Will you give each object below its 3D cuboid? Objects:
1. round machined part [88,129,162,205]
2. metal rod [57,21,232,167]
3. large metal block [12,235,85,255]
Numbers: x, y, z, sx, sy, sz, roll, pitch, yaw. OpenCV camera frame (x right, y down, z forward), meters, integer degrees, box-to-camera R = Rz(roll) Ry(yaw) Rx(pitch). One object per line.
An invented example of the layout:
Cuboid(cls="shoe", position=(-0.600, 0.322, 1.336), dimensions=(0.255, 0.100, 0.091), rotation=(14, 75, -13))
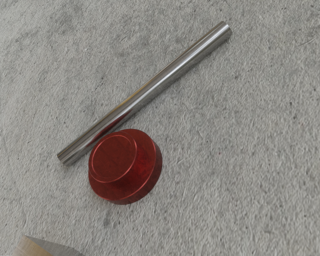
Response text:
Cuboid(cls="round machined part", position=(-0.050, 0.043, 0.391), dimensions=(0.098, 0.042, 0.098), rotation=(-13, 56, 20))
Cuboid(cls="metal rod", position=(-0.022, -0.048, 0.443), dimensions=(0.300, 0.025, 0.025), rotation=(-39, 51, 1))
Cuboid(cls="large metal block", position=(-0.122, 0.169, 0.327), dimensions=(0.050, 0.080, 0.080), rotation=(15, 69, 34))
